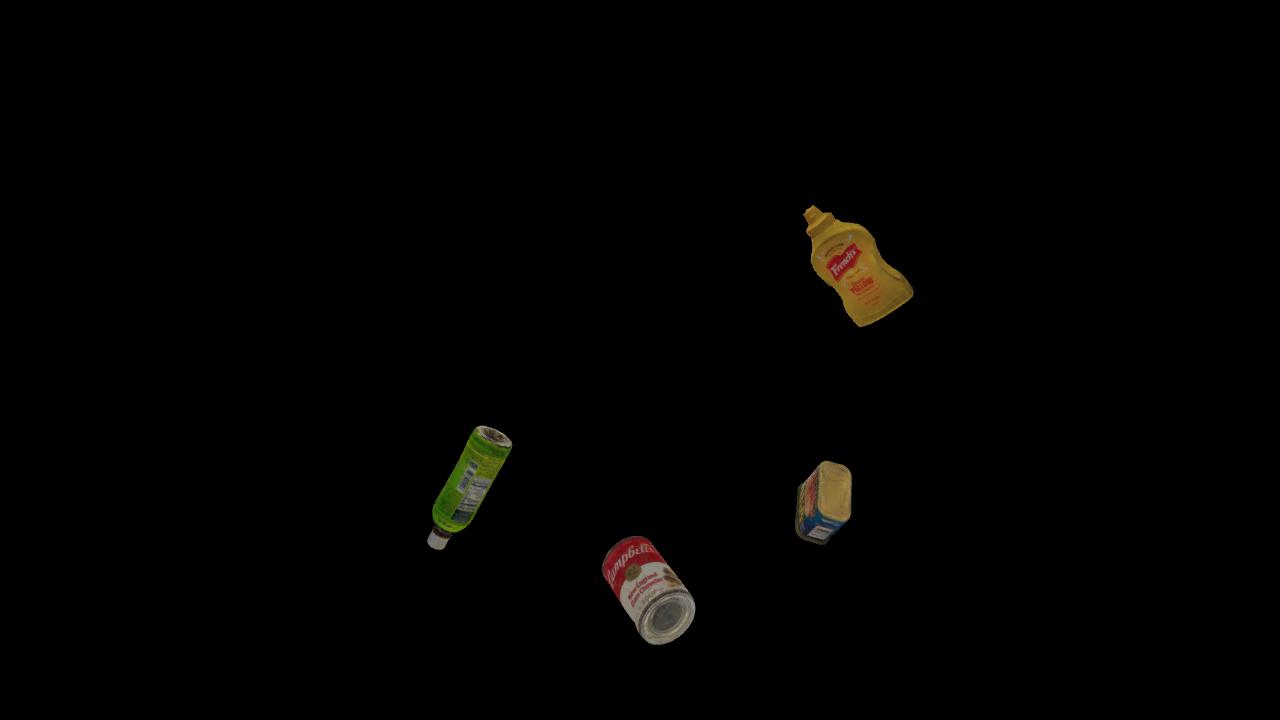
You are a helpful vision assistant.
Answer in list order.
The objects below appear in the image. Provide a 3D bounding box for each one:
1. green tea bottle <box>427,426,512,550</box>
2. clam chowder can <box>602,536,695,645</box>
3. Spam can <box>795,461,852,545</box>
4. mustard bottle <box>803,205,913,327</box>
[{"bbox_3d":[-0.285,0.212,0.999,0.073,0.212,0.073,30,4,-2],"label":"green tea bottle"},{"bbox_3d":[0.008,0.251,0.675,0.068,0.068,0.102,0,19,-27],"label":"clam chowder can"},{"bbox_3d":[0.284,0.219,0.947,0.058,0.101,0.085,16,-38,0],"label":"Spam can"},{"bbox_3d":[0.292,-0.141,0.865,0.092,0.184,0.054,-35,7,41],"label":"mustard bottle"}]
